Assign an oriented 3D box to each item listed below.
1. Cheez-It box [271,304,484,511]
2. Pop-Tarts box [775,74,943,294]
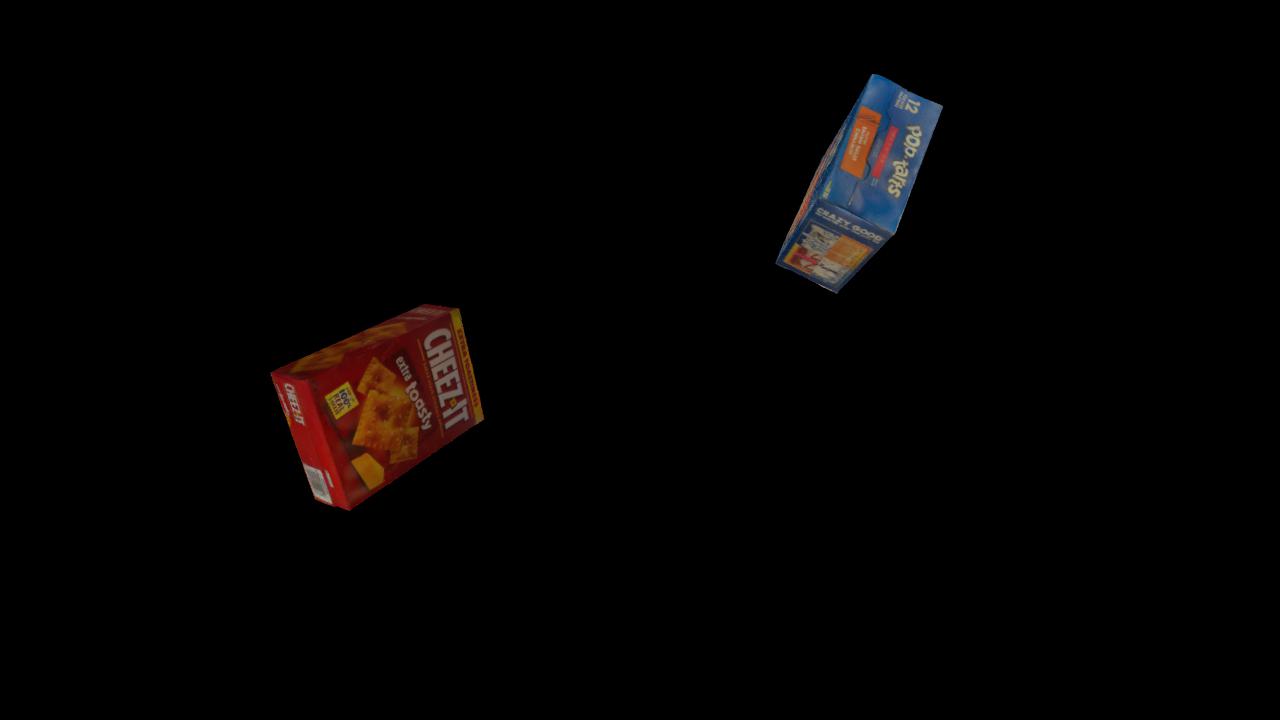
[{"bbox_3d":[-0.298,0.047,0.737,0.071,0.166,0.223,8,27,27],"label":"Cheez-It box"},{"bbox_3d":[0.229,-0.182,0.659,0.083,0.167,0.141,25,-18,3],"label":"Pop-Tarts box"}]
